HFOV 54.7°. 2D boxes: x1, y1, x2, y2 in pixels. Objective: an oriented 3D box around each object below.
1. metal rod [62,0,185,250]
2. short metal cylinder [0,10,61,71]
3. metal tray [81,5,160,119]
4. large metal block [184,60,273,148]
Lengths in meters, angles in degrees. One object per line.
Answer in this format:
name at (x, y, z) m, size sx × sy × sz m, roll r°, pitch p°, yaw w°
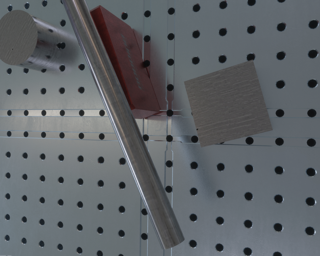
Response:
metal rod at (-0.045, -0.020, 0.331) m, size 0.025 × 0.025 × 0.299 m, roll -26°, pitch 82°, yaw 18°
short metal cylinder at (-0.200, -0.131, 0.470) m, size 0.080 × 0.050 × 0.079 m, roll 0°, pitch 90°, yaw 20°
metal tray at (-0.048, -0.078, 0.394) m, size 0.030 × 0.090 × 0.129 m, roll -21°, pitch 83°, yaw 19°
large metal block at (0.083, -0.026, 0.370) m, size 0.080 × 0.050 × 0.080 m, roll -16°, pitch 85°, yaw 19°
